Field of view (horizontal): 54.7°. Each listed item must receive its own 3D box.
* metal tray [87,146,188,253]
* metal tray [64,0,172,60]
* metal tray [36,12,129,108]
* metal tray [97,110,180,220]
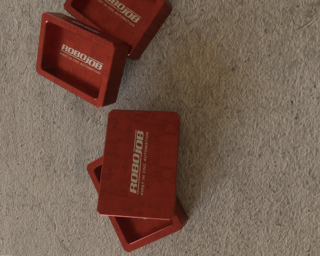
[{"bbox_3d":[-0.032,0.088,0.417,0.090,0.030,0.130,-30,80,17],"label":"metal tray"},{"bbox_3d":[-0.060,-0.167,0.427,0.130,0.030,0.090,40,102,15],"label":"metal tray"},{"bbox_3d":[-0.111,-0.095,0.426,0.130,0.030,0.089,29,118,21],"label":"metal tray"},{"bbox_3d":[-0.023,0.044,0.385,0.090,0.030,0.129,3,74,6],"label":"metal tray"}]
